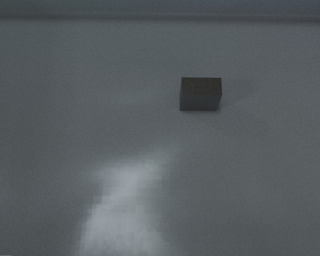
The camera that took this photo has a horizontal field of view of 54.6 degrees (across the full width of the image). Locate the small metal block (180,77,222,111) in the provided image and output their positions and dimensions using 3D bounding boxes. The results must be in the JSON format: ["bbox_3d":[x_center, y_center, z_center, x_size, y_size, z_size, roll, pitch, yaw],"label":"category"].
[{"bbox_3d":[0.053,-0.044,0.413,0.050,0.050,0.025,1,70,0],"label":"small metal block"}]
